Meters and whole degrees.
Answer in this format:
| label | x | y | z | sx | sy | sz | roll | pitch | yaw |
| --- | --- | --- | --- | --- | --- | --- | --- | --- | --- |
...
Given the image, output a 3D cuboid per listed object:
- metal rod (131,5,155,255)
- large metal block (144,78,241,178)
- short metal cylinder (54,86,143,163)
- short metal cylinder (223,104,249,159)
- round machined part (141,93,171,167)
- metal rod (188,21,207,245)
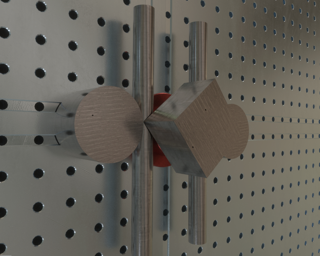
| label | x | y | z | sx | sy | sz | roll | pitch | yaw |
| --- | --- | --- | --- | --- | --- | --- | --- | --- | --- |
| metal rod | -0.020 | 0.008 | 0.365 | 0.025 | 0.025 | 0.298 | 1 | 90 | -40 |
| large metal block | 0.041 | -0.001 | 0.366 | 0.080 | 0.050 | 0.080 | -46 | 118 | -30 |
| short metal cylinder | -0.066 | -0.004 | 0.337 | 0.081 | 0.050 | 0.080 | 0 | 90 | -40 |
| short metal cylinder | 0.089 | 0.005 | 0.467 | 0.081 | 0.050 | 0.080 | 0 | 90 | -40 |
| round machined part | 0.007 | 0.003 | 0.405 | 0.099 | 0.042 | 0.097 | 0 | 90 | -40 |
| metal rod | 0.052 | 0.007 | 0.425 | 0.025 | 0.025 | 0.298 | 0 | 90 | -40 |
